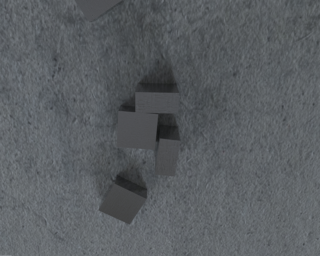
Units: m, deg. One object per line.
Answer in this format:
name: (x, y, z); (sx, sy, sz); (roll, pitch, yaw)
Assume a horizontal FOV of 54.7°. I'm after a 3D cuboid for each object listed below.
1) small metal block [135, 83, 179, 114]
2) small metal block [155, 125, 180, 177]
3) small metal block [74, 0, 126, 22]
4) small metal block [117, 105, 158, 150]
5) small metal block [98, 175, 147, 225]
small metal block: (-0.004, -0.038, 0.383); (0.050, 0.050, 0.025); (1, 110, -1)
small metal block: (0.009, 0.029, 0.407); (0.025, 0.050, 0.050); (7, 110, -3)
small metal block: (-0.072, -0.156, 0.351); (0.050, 0.025, 0.050); (-31, 108, 10)
small metal block: (-0.029, -0.001, 0.409); (0.050, 0.025, 0.050); (5, 110, -2)
small metal block: (-0.053, 0.104, 0.447); (0.050, 0.025, 0.050); (28, 107, -11)
